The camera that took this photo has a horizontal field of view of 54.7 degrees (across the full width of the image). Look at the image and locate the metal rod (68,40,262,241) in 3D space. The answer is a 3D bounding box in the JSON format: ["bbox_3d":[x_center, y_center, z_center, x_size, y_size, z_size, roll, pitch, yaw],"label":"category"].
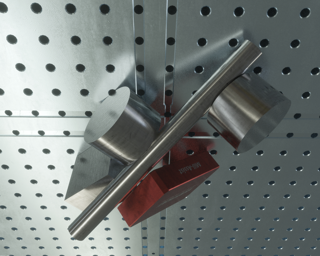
[{"bbox_3d":[0.000,0.020,0.358,0.299,0.025,0.025,-47,119,7],"label":"metal rod"}]

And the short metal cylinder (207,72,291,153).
[{"bbox_3d":[0.101,-0.017,0.356,0.080,0.050,0.080,-32,152,-19],"label":"short metal cylinder"}]

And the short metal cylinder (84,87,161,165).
[{"bbox_3d":[-0.045,-0.003,0.372,0.080,0.080,0.050,-36,122,26],"label":"short metal cylinder"}]

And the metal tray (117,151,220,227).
[{"bbox_3d":[0.015,0.080,0.425,0.131,0.030,0.090,-11,148,-51],"label":"metal tray"}]

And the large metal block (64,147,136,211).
[{"bbox_3d":[-0.077,0.064,0.428,0.080,0.080,0.050,-32,123,24],"label":"large metal block"}]
